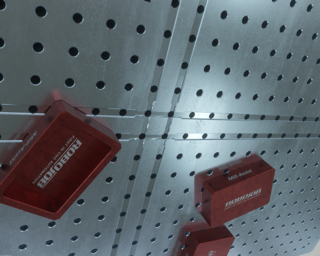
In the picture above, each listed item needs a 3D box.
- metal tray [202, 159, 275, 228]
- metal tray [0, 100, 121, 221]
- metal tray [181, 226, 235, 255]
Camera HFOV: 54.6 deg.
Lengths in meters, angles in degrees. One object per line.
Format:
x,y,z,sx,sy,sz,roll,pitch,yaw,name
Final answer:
0.140,0.117,0.556,0.131,0.030,0.089,-17,125,-19,metal tray
-0.121,0.043,0.367,0.130,0.030,0.090,-49,129,6,metal tray
0.085,0.258,0.613,0.091,0.030,0.129,1,118,-29,metal tray
